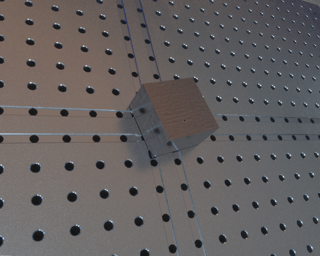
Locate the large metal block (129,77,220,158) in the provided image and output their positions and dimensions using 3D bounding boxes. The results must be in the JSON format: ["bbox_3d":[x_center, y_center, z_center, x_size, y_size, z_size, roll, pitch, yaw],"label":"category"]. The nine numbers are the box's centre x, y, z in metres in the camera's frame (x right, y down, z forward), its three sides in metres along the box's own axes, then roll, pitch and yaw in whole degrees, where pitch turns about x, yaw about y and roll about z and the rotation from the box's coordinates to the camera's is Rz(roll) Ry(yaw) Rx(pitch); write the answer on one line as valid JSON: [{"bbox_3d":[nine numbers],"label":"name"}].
[{"bbox_3d":[0.018,-0.016,0.409,0.081,0.050,0.080,-13,69,-33],"label":"large metal block"}]
